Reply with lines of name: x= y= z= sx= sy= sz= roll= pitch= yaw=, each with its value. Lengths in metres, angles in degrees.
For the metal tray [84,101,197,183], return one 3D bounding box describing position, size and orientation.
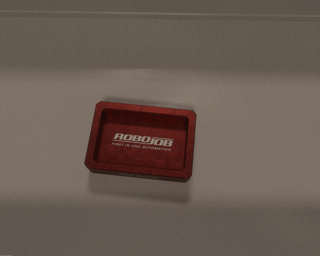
metal tray: x=-0.022 y=0.018 z=0.400 sx=0.131 sy=0.030 sz=0.090 roll=6 pitch=70 yaw=1
